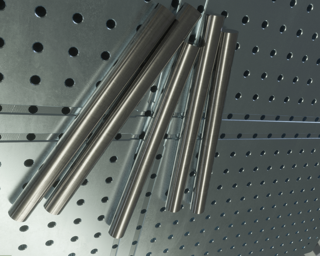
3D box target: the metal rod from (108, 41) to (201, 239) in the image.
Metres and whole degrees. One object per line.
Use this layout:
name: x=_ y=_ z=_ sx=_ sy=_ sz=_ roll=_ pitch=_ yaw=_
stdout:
metal rod: x=-0.015 y=0.030 z=0.421 sx=0.025 sy=0.025 sz=0.298 roll=8 pitch=114 yaw=-32

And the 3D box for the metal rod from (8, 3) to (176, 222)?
metal rod: x=-0.083 y=-0.010 z=0.358 sx=0.025 sy=0.025 sz=0.299 roll=31 pitch=101 yaw=-38

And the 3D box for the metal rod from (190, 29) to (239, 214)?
metal rod: x=0.074 y=0.009 z=0.456 sx=0.025 sy=0.025 sz=0.298 roll=-10 pitch=123 yaw=-23

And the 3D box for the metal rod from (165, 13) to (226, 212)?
metal rod: x=0.043 y=-0.003 z=0.432 sx=0.025 sy=0.025 sz=0.298 roll=-5 pitch=121 yaw=-26

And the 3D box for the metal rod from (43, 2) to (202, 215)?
metal rod: x=-0.051 y=-0.015 z=0.374 sx=0.025 sy=0.025 sz=0.299 roll=29 pitch=102 yaw=-38
